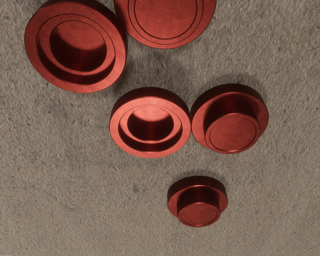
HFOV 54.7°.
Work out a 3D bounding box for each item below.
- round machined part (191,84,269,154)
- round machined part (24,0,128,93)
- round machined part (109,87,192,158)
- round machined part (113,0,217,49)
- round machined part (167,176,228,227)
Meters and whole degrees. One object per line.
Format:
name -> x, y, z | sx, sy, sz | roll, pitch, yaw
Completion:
round machined part -> 0.089, -0.004, 0.394 | 0.099, 0.042, 0.097 | -1, 130, 0
round machined part -> -0.082, -0.088, 0.320 | 0.099, 0.042, 0.097 | 0, 130, 0
round machined part -> -0.012, -0.011, 0.387 | 0.099, 0.042, 0.097 | -1, 130, 0
round machined part -> 0.005, -0.120, 0.294 | 0.099, 0.042, 0.097 | -1, 130, 0
round machined part -> 0.061, 0.125, 0.504 | 0.099, 0.042, 0.097 | -1, 130, 0
